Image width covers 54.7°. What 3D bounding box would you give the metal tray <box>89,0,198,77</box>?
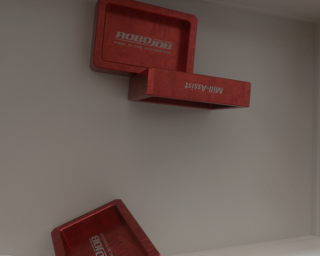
[{"bbox_3d":[-0.019,-0.111,0.401,0.131,0.030,0.089,6,88,-20],"label":"metal tray"}]

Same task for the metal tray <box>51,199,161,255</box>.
[{"bbox_3d":[-0.060,0.134,0.331,0.091,0.130,0.030,-23,112,-19],"label":"metal tray"}]

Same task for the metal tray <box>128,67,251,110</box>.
[{"bbox_3d":[0.034,-0.045,0.389,0.131,0.090,0.030,5,89,-20],"label":"metal tray"}]
